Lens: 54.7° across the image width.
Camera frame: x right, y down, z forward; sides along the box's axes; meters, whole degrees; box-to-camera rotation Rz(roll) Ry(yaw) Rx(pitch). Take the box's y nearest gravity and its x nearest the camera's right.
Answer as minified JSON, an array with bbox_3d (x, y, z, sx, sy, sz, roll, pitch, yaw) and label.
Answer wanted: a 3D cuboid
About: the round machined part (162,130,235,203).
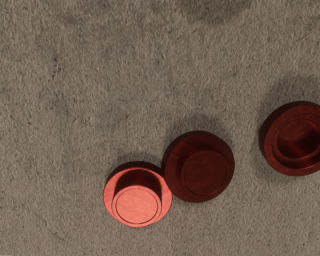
[{"bbox_3d":[0.054,0.055,0.411,0.099,0.042,0.097,-3,103,-11],"label":"round machined part"}]

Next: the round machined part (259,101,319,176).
[{"bbox_3d":[0.179,0.011,0.407,0.099,0.042,0.097,0,110,-1],"label":"round machined part"}]

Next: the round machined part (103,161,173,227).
[{"bbox_3d":[-0.032,0.099,0.437,0.099,0.042,0.097,0,110,-1],"label":"round machined part"}]
